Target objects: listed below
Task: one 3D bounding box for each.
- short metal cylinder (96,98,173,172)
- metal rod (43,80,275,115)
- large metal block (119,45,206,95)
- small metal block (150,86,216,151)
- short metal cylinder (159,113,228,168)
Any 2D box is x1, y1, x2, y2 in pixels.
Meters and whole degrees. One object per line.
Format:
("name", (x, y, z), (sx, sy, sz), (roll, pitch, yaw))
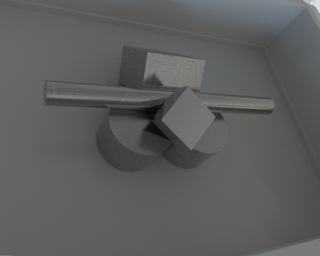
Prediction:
("short metal cylinder", (-0.030, 0.006, 0.370), (0.081, 0.050, 0.080), (14, 56, -21))
("metal rod", (0.021, -0.033, 0.373), (0.303, 0.025, 0.025), (1, 62, -28))
("large metal block", (0.000, -0.074, 0.408), (0.081, 0.050, 0.080), (1, 18, -28))
("small metal block", (0.027, -0.011, 0.348), (0.050, 0.025, 0.050), (45, 70, -21))
("short metal cylinder", (0.042, 0.007, 0.408), (0.081, 0.050, 0.080), (14, 56, -21))
